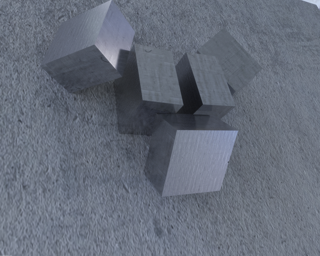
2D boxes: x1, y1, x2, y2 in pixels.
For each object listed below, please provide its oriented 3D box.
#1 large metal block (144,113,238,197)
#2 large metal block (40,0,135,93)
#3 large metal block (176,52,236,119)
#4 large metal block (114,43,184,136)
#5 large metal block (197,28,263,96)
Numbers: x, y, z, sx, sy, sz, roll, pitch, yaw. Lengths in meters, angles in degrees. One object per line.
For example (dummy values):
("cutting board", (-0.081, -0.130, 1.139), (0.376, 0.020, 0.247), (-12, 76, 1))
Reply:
("large metal block", (0.034, 0.029, 0.364), (0.081, 0.079, 0.050), (1, 22, -28))
("large metal block", (-0.084, -0.096, 0.373), (0.050, 0.080, 0.080), (49, 39, -43))
("large metal block", (0.048, -0.044, 0.425), (0.050, 0.080, 0.080), (1, 62, -28))
("large metal block", (-0.019, -0.044, 0.388), (0.050, 0.080, 0.080), (5, 60, -26))
("large metal block", (0.101, -0.093, 0.475), (0.050, 0.080, 0.080), (-41, 84, -1))
